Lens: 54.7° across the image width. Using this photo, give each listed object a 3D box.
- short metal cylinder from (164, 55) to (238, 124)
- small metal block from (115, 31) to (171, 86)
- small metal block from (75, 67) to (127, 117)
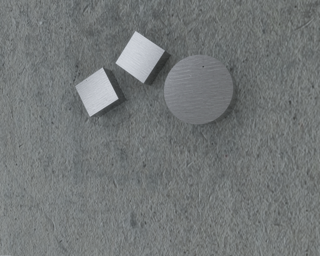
[{"bbox_3d":[0.051,-0.044,0.377,0.080,0.050,0.079,0,90,19],"label":"short metal cylinder"},{"bbox_3d":[-0.022,-0.093,0.416,0.050,0.025,0.050,38,102,15],"label":"small metal block"},{"bbox_3d":[-0.083,-0.049,0.437,0.050,0.025,0.050,-30,81,17],"label":"small metal block"}]
